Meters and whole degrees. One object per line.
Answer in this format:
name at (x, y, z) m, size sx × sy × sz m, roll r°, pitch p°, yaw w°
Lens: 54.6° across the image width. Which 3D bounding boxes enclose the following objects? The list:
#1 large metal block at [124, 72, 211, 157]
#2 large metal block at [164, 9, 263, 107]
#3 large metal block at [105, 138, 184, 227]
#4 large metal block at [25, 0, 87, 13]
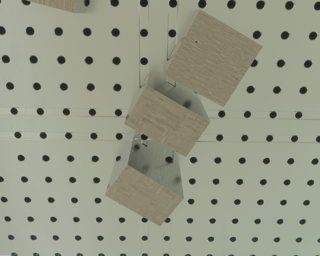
large metal block at (0.008, -0.019, 0.377) m, size 0.080 × 0.080 × 0.050 m, roll 29°, pitch 108°, yaw -10°
large metal block at (0.059, -0.084, 0.370) m, size 0.080 × 0.050 × 0.080 m, roll 27°, pitch 108°, yaw -10°
large metal block at (-0.019, 0.069, 0.409) m, size 0.080 × 0.080 × 0.050 m, roll 33°, pitch 107°, yaw -11°
large metal block at (-0.120, -0.176, 0.334) m, size 0.080 × 0.050 × 0.079 m, roll 13°, pitch 110°, yaw -5°
